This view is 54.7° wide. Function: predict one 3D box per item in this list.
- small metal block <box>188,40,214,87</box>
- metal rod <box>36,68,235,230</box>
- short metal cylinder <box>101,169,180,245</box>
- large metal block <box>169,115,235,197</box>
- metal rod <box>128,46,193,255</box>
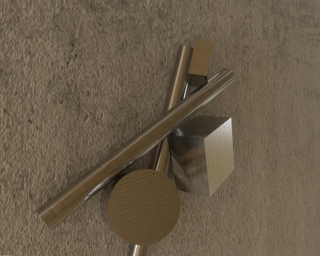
[{"bbox_3d":[0.059,-0.089,0.439,0.050,0.025,0.050,56,46,-74],"label":"small metal block"},{"bbox_3d":[-0.010,0.009,0.375,0.302,0.025,0.025,-38,114,-26],"label":"metal rod"},{"bbox_3d":[-0.024,0.086,0.354,0.081,0.050,0.080,2,83,-19],"label":"short metal cylinder"},{"bbox_3d":[0.060,0.034,0.420,0.081,0.050,0.079,-31,119,-49],"label":"large metal block"},{"bbox_3d":[0.003,0.033,0.408,0.025,0.025,0.299,22,76,-38],"label":"metal rod"}]
